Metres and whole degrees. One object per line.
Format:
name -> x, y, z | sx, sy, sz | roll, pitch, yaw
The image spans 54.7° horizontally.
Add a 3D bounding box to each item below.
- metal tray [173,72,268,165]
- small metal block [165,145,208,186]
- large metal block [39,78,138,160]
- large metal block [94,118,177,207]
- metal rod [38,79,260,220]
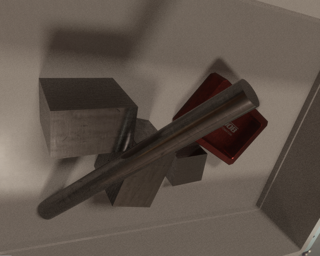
metal tray -> 0.092, -0.009, 0.452 | 0.130, 0.030, 0.090 | 34, 99, -39
small metal block -> 0.039, 0.056, 0.467 | 0.050, 0.025, 0.050 | -7, 122, -26
large metal block -> -0.078, -0.015, 0.322 | 0.081, 0.080, 0.050 | -5, 121, -27
large metal block -> -0.034, 0.039, 0.380 | 0.050, 0.080, 0.079 | 12, 112, -34
metal rod -> -0.038, 0.039, 0.319 | 0.299, 0.025, 0.025 | -32, 137, 33
